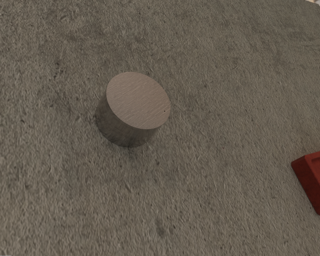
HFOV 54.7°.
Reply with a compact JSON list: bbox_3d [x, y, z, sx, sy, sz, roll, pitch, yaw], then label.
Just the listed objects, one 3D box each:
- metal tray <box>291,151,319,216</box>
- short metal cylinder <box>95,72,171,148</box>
[{"bbox_3d":[0.284,0.080,0.504,0.131,0.030,0.090,-8,66,-32],"label":"metal tray"},{"bbox_3d":[-0.034,-0.022,0.383,0.081,0.050,0.080,14,56,-21],"label":"short metal cylinder"}]
